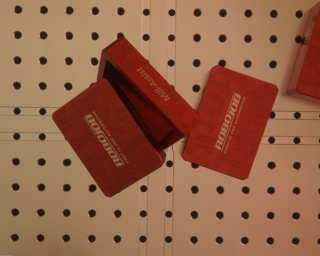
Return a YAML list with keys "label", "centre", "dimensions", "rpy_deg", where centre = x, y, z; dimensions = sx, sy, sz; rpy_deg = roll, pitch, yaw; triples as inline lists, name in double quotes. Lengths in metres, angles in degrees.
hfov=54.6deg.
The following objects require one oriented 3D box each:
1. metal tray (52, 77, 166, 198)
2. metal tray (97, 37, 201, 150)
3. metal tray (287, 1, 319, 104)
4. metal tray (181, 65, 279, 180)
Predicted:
- label: "metal tray"
  centre: [-0.064, 0.012, 0.398]
  dimensions: [0.090, 0.030, 0.130]
  rpy_deg: [-33, 93, 13]
- label: "metal tray"
  centre: [-0.019, -0.036, 0.378]
  dimensions: [0.130, 0.090, 0.030]
  rpy_deg: [46, 69, 0]
- label: "metal tray"
  centre: [0.235, -0.096, 0.412]
  dimensions: [0.090, 0.030, 0.129]
  rpy_deg: [16, 90, 0]
- label: "metal tray"
  centre: [0.090, -0.007, 0.411]
  dimensions: [0.090, 0.030, 0.129]
  rpy_deg: [19, 90, 0]
